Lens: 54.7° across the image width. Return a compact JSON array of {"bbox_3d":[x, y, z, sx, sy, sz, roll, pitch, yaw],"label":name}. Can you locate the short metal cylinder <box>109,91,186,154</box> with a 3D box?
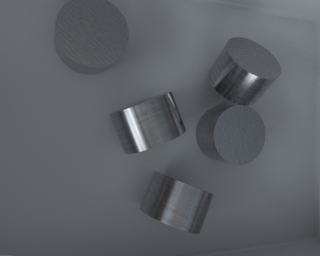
[{"bbox_3d":[-0.015,-0.008,0.376,0.081,0.080,0.050,-23,98,-19],"label":"short metal cylinder"}]

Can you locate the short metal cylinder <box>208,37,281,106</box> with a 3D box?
[{"bbox_3d":[0.113,-0.077,0.418,0.081,0.050,0.080,14,48,-16],"label":"short metal cylinder"}]

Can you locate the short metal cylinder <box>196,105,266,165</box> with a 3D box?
[{"bbox_3d":[0.098,0.009,0.433,0.081,0.050,0.079,0,91,-20],"label":"short metal cylinder"}]

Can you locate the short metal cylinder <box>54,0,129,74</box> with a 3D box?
[{"bbox_3d":[-0.082,-0.107,0.367,0.081,0.050,0.080,0,90,-20],"label":"short metal cylinder"}]

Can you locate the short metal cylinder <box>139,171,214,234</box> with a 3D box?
[{"bbox_3d":[0.021,0.092,0.389,0.080,0.080,0.050,24,82,-19],"label":"short metal cylinder"}]
